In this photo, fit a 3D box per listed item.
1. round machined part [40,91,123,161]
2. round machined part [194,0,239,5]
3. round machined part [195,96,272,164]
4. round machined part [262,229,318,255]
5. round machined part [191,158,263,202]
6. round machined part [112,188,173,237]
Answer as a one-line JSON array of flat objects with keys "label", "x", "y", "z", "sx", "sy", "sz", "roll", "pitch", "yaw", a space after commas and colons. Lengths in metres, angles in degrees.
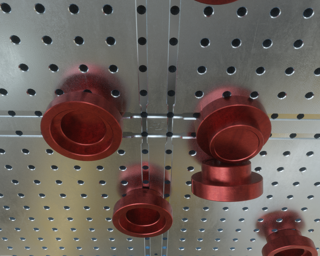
[{"label": "round machined part", "x": -0.096, "y": -0.006, "z": 0.394, "sx": 0.099, "sy": 0.042, "sz": 0.097, "roll": 0, "pitch": 130, "yaw": 0}, {"label": "round machined part", "x": 0.050, "y": -0.161, "z": 0.264, "sx": 0.099, "sy": 0.042, "sz": 0.097, "roll": 0, "pitch": 130, "yaw": 0}, {"label": "round machined part", "x": 0.097, "y": 0.009, "z": 0.409, "sx": 0.099, "sy": 0.042, "sz": 0.097, "roll": 0, "pitch": 130, "yaw": 0}, {"label": "round machined part", "x": 0.247, "y": 0.233, "z": 0.600, "sx": 0.099, "sy": 0.042, "sz": 0.097, "roll": 0, "pitch": 130, "yaw": 0}, {"label": "round machined part", "x": 0.093, "y": 0.067, "z": 0.434, "sx": 0.098, "sy": 0.098, "sz": 0.042, "roll": -2, "pitch": 95, "yaw": 2}, {"label": "round machined part", "x": -0.028, "y": 0.138, "z": 0.518, "sx": 0.099, "sy": 0.042, "sz": 0.097, "roll": 0, "pitch": 130, "yaw": 0}]
